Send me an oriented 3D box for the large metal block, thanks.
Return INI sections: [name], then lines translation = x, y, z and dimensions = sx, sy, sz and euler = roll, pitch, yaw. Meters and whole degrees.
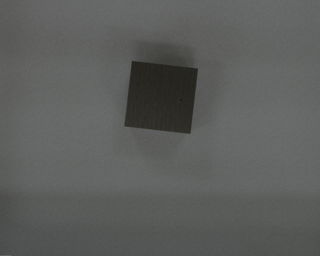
[large metal block]
translation = 0.002, -0.037, 0.399
dimensions = 0.080, 0.050, 0.080
euler = 7, 90, 0
